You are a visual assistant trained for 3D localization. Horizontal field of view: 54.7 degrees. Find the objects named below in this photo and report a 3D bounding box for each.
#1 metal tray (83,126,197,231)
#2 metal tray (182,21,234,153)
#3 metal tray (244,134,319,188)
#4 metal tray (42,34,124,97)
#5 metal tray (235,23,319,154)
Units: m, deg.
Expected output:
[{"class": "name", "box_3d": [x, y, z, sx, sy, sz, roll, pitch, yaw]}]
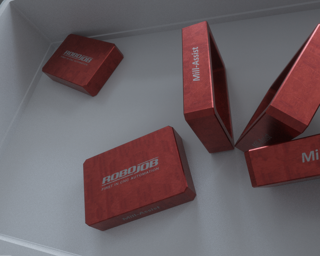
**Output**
[{"class": "metal tray", "box_3d": [-0.030, 0.062, 0.379, 0.130, 0.030, 0.090, -22, 53, 14]}, {"class": "metal tray", "box_3d": [0.056, -0.047, 0.362, 0.030, 0.090, 0.130, -12, 57, 21]}, {"class": "metal tray", "box_3d": [0.148, 0.024, 0.262, 0.130, 0.090, 0.030, -17, 73, 24]}, {"class": "metal tray", "box_3d": [-0.137, -0.113, 0.542, 0.130, 0.030, 0.090, 23, 74, 36]}, {"class": "metal tray", "box_3d": [0.117, -0.024, 0.291, 0.030, 0.130, 0.090, 32, 78, 10]}]
